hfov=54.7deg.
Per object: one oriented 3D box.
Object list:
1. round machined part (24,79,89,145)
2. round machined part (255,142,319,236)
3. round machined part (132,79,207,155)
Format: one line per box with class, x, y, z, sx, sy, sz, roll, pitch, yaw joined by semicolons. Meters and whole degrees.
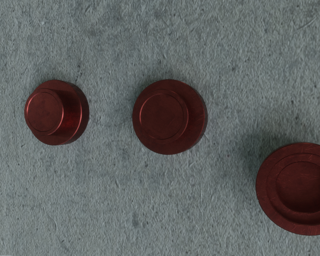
round machined part;-0.158;-0.023;0.456;0.098;0.042;0.097;0;90;20
round machined part;0.158;0.064;0.344;0.098;0.042;0.097;0;90;20
round machined part;0.009;-0.014;0.397;0.098;0.042;0.097;0;90;20
